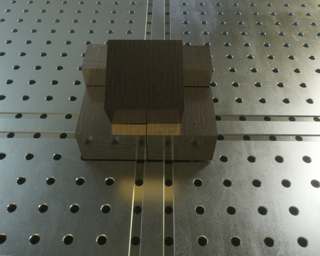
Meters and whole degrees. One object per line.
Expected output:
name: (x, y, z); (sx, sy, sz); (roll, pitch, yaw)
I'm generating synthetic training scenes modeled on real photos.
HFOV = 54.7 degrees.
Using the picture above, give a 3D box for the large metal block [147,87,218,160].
large metal block: (0.026, -0.006, 0.394); (0.081, 0.050, 0.080); (1, 50, 0)

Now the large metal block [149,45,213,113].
large metal block: (0.025, -0.066, 0.426); (0.081, 0.080, 0.050); (1, 50, 0)

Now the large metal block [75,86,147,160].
large metal block: (-0.056, -0.007, 0.394); (0.081, 0.050, 0.080); (1, 50, 0)

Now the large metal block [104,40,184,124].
large metal block: (-0.016, -0.050, 0.347); (0.081, 0.050, 0.080); (0, 74, -1)

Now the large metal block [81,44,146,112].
large metal block: (-0.056, -0.067, 0.426); (0.081, 0.080, 0.050); (1, 50, 0)
